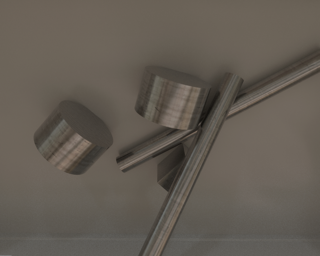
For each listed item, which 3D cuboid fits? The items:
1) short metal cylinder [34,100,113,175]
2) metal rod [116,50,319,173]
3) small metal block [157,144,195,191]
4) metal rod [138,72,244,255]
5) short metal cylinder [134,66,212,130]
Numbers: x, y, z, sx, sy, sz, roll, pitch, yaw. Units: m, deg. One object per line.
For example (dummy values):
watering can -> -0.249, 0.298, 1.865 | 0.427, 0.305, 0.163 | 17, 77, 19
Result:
short metal cylinder -> -0.106, 0.011, 0.385 | 0.080, 0.080, 0.050 | 41, 105, -14
metal rod -> 0.077, -0.019, 0.405 | 0.301, 0.025, 0.025 | -28, 108, 9
small metal block -> 0.023, 0.053, 0.418 | 0.050, 0.050, 0.025 | -43, 105, 14
metal rod -> 0.027, 0.072, 0.373 | 0.025, 0.025, 0.299 | 26, 86, -10
short metal cylinder -> 0.015, -0.037, 0.368 | 0.081, 0.080, 0.050 | 15, 109, -6
